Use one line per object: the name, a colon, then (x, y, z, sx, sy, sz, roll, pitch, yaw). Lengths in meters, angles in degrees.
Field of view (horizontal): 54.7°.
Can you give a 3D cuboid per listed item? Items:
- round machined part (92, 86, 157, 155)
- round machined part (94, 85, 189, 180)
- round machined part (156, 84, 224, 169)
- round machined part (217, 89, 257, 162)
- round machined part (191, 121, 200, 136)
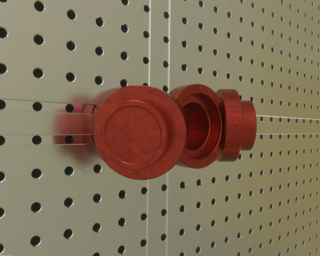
round machined part: (-0.029, -0.003, 0.375, 0.099, 0.042, 0.097, 0, 90, -40)
round machined part: (-0.022, 0.005, 0.315, 0.042, 0.098, 0.097, -21, 107, -77)
round machined part: (0.033, -0.002, 0.372, 0.099, 0.042, 0.097, 0, 90, -40)
round machined part: (0.100, -0.004, 0.417, 0.042, 0.098, 0.097, 0, 90, 0)
round machined part: (0.047, -0.003, 0.439, 0.099, 0.042, 0.097, 0, 90, -40)
